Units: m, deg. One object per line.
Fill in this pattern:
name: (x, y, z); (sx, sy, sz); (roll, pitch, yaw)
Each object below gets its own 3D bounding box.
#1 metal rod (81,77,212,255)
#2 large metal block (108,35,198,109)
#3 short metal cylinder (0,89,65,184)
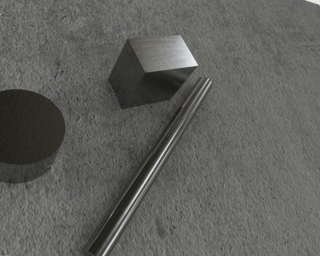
metal rod: (0.003, 0.027, 0.388); (0.025, 0.025, 0.301); (38, 51, -3)
large metal block: (-0.011, -0.073, 0.407); (0.081, 0.080, 0.050); (-15, 70, -34)
short metal cylinder: (-0.140, 0.009, 0.307); (0.081, 0.050, 0.080); (14, 56, -21)
